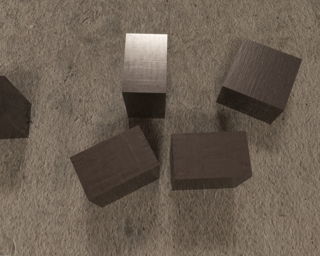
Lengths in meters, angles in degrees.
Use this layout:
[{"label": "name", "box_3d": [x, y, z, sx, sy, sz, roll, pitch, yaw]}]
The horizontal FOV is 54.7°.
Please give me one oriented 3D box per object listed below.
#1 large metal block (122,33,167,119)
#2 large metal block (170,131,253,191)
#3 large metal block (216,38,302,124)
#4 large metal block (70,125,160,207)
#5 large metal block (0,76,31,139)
[{"label": "large metal block", "box_3d": [-0.017, -0.064, 0.402, 0.050, 0.080, 0.080, 1, 70, 0]}, {"label": "large metal block", "box_3d": [0.054, 0.041, 0.365, 0.081, 0.080, 0.050, -2, 70, -1]}, {"label": "large metal block", "box_3d": [0.132, -0.063, 0.420, 0.080, 0.050, 0.080, 23, 72, 8]}, {"label": "large metal block", "box_3d": [-0.048, 0.048, 0.361, 0.080, 0.080, 0.050, -26, 72, -9]}, {"label": "large metal block", "box_3d": [-0.218, -0.021, 0.384, 0.081, 0.080, 0.050, -3, 70, -2]}]
